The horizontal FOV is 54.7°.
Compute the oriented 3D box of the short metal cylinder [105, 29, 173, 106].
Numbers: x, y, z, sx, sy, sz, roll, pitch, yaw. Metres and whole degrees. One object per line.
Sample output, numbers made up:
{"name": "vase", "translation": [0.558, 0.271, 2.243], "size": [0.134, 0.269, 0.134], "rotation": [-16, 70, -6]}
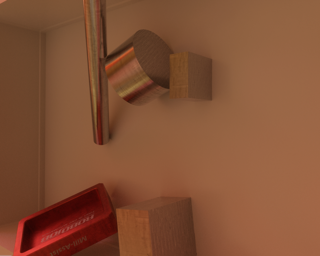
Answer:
{"name": "short metal cylinder", "translation": [-0.020, -0.074, 0.386], "size": [0.050, 0.081, 0.080], "rotation": [-27, 73, 36]}

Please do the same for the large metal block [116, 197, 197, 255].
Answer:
{"name": "large metal block", "translation": [-0.002, 0.130, 0.371], "size": [0.050, 0.081, 0.080], "rotation": [-9, 84, 39]}

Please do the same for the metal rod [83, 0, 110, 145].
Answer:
{"name": "metal rod", "translation": [-0.078, -0.093, 0.383], "size": [0.025, 0.025, 0.298], "rotation": [41, 142, 32]}

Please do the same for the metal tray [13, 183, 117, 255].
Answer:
{"name": "metal tray", "translation": [-0.128, 0.134, 0.427], "size": [0.090, 0.131, 0.030], "rotation": [44, 156, 64]}

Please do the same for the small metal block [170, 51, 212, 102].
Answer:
{"name": "small metal block", "translation": [0.037, -0.058, 0.359], "size": [0.025, 0.050, 0.050], "rotation": [0, 90, 40]}
